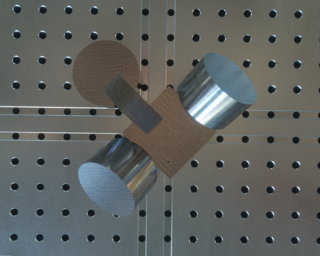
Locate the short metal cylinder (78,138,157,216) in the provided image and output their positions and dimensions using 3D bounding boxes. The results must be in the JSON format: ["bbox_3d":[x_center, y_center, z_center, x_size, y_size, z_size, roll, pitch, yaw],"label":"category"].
[{"bbox_3d":[-0.051,0.059,0.376,0.080,0.050,0.079,18,130,23],"label":"short metal cylinder"}]

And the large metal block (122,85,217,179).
[{"bbox_3d":[0.012,0.005,0.395,0.080,0.050,0.080,44,90,0],"label":"large metal block"}]

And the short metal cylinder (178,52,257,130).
[{"bbox_3d":[0.069,-0.045,0.376,0.080,0.080,0.050,43,129,0],"label":"short metal cylinder"}]

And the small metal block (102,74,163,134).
[{"bbox_3d":[-0.031,-0.027,0.347,0.025,0.050,0.050,-45,47,2],"label":"small metal block"}]

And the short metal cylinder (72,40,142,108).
[{"bbox_3d":[-0.065,-0.066,0.397,0.081,0.050,0.079,0,90,0],"label":"short metal cylinder"}]
